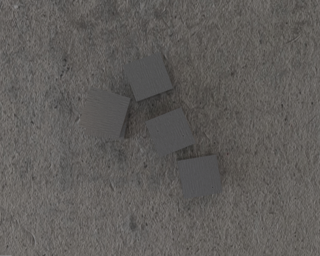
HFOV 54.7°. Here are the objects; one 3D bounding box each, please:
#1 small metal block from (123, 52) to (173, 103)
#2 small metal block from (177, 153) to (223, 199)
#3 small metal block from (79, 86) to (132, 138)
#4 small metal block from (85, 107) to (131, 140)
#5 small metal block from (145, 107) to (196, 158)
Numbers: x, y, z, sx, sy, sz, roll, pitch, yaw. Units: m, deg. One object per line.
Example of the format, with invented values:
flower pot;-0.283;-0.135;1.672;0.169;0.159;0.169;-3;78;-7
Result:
small metal block;-0.015;-0.066;0.410;0.050;0.025;0.050;-20;90;0
small metal block;0.052;0.063;0.410;0.050;0.025;0.050;-9;90;0
small metal block;-0.066;-0.019;0.384;0.050;0.025;0.050;16;90;0
small metal block;-0.068;-0.013;0.409;0.050;0.025;0.050;8;90;0
small metal block;0.013;0.006;0.410;0.050;0.025;0.050;-22;90;0
